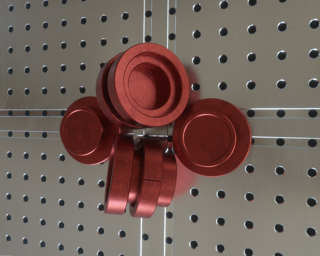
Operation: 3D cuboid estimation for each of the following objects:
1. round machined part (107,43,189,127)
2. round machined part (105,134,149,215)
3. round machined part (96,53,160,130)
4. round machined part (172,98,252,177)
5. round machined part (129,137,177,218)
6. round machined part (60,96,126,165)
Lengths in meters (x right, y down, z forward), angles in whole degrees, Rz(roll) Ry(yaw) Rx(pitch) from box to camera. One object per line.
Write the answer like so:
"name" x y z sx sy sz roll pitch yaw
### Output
"round machined part" -0.017 -0.049 0.373 0.042 0.099 0.098 -9 86 60
"round machined part" -0.041 0.058 0.384 0.042 0.098 0.097 8 93 -12
"round machined part" -0.035 -0.046 0.399 0.042 0.099 0.098 -9 86 60
"round machined part" 0.062 0.012 0.382 0.098 0.042 0.097 0 90 20
"round machined part" -0.009 0.063 0.387 0.042 0.098 0.097 9 94 -12
"round machined part" -0.101 0.004 0.439 0.098 0.042 0.097 0 90 20
